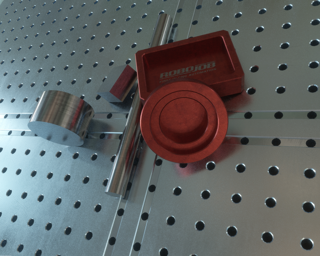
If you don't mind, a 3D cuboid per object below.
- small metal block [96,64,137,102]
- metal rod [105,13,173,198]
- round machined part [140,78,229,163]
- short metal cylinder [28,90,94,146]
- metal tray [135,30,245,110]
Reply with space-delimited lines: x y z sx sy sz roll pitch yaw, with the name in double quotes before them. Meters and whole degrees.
"small metal block" -0.064 -0.067 0.470 0.050 0.025 0.050 7 63 57
"metal rod" -0.024 -0.048 0.448 0.025 0.025 0.300 0 61 28
"round machined part" 0.028 -0.011 0.365 0.098 0.098 0.042 -28 15 10
"short metal cylinder" -0.143 -0.012 0.454 0.080 0.080 0.050 0 62 28
"metal tray" 0.036 -0.077 0.413 0.131 0.030 0.090 -12 56 6
